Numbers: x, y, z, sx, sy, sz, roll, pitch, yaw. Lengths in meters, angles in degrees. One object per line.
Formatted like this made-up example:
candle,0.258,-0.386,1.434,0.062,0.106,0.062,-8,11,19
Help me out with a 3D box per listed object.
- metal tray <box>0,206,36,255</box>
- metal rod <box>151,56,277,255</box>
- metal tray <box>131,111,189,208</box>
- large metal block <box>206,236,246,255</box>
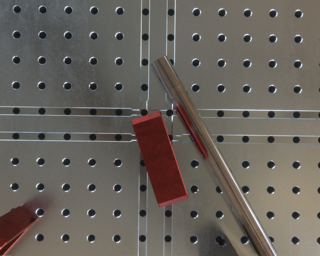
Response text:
metal tray,-0.222,0.163,0.379,0.030,0.090,0.130,42,90,0
metal rod,0.072,0.040,0.413,0.025,0.025,0.299,-29,90,0
metal tray,0.000,0.030,0.361,0.030,0.130,0.090,-18,90,0
large metal block,0.101,0.195,0.387,0.050,0.080,0.080,-44,90,0
